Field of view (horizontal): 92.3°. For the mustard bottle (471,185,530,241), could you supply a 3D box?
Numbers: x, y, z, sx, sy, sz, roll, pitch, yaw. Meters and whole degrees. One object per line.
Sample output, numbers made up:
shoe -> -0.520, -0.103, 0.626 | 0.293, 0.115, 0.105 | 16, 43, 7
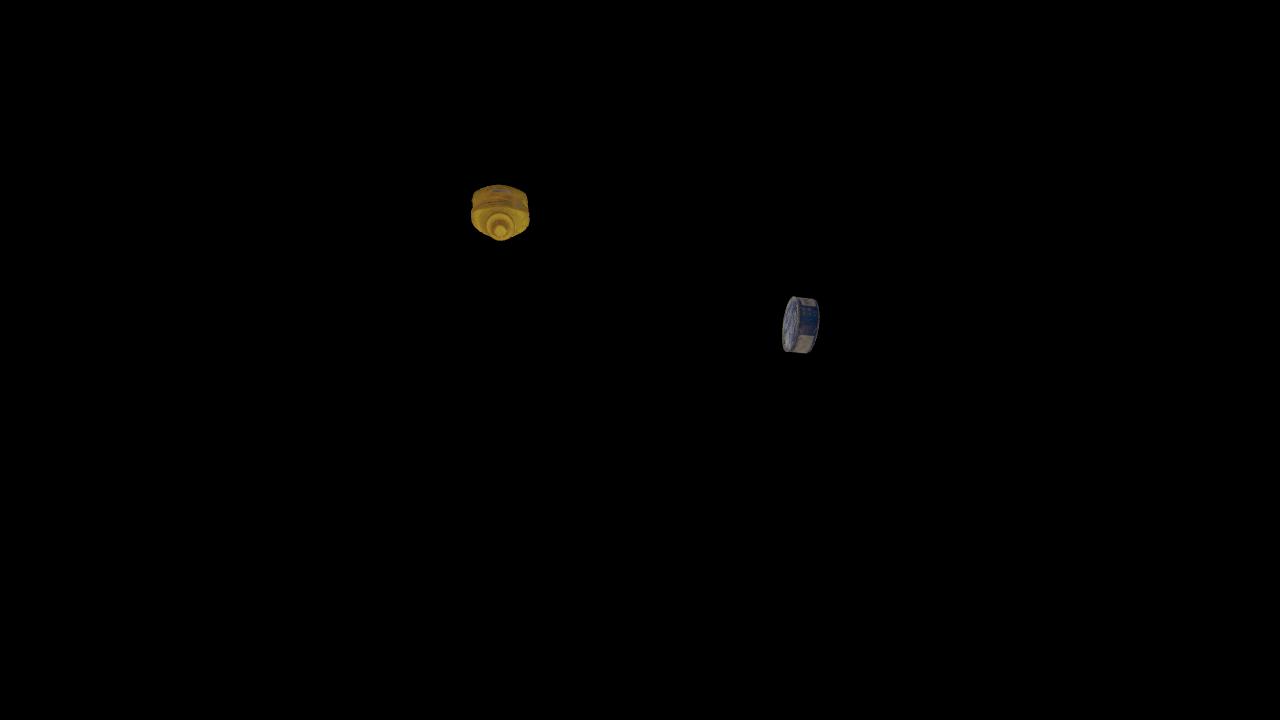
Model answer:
mustard bottle -> -0.219, -0.228, 0.965 | 0.092, 0.054, 0.184 | 4, 27, -15

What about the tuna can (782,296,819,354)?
tuna can -> 0.239, -0.052, 0.919 | 0.034, 0.084, 0.084 | 6, 0, -1
